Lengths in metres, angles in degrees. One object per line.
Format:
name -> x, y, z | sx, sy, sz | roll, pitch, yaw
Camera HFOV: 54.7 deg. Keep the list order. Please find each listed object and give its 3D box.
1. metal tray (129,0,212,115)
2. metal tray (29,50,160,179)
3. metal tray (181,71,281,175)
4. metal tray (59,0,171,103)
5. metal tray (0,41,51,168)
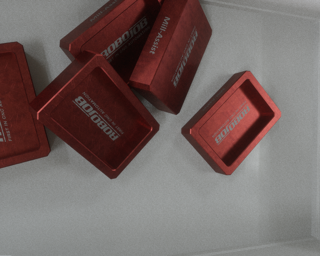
metal tray -> 0.018, -0.091, 0.387 | 0.090, 0.030, 0.130 | 37, 74, -60
metal tray -> -0.067, -0.011, 0.352 | 0.090, 0.030, 0.130 | -49, 132, -11
metal tray -> 0.105, -0.008, 0.448 | 0.130, 0.030, 0.090 | -45, 105, -15
metal tray -> -0.040, -0.104, 0.372 | 0.130, 0.030, 0.090 | -45, 131, -13
metal tray -> -0.182, -0.022, 0.340 | 0.091, 0.030, 0.129 | -15, 95, -20
